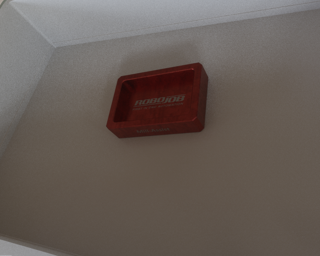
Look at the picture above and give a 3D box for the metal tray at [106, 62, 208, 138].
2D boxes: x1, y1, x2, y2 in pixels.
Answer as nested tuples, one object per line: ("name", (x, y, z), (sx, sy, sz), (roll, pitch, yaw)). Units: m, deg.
("metal tray", (-0.003, -0.036, 0.424), (0.130, 0.030, 0.090), (-5, 59, 25))
